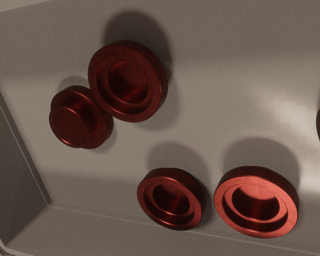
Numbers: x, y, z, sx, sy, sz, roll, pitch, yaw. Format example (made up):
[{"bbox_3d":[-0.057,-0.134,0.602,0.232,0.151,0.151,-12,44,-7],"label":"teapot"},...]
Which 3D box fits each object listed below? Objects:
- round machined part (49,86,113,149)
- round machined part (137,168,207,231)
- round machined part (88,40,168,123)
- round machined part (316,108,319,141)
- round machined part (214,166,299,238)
[{"bbox_3d":[-0.121,-0.009,0.454,0.098,0.042,0.097,13,124,20],"label":"round machined part"},{"bbox_3d":[0.020,0.097,0.446,0.098,0.042,0.097,13,124,20],"label":"round machined part"},{"bbox_3d":[-0.035,-0.059,0.378,0.098,0.042,0.097,13,124,20],"label":"round machined part"},{"bbox_3d":[0.192,0.013,0.281,0.042,0.098,0.098,-25,109,-1],"label":"round machined part"},{"bbox_3d":[0.121,0.087,0.387,0.098,0.042,0.097,13,124,20],"label":"round machined part"}]
